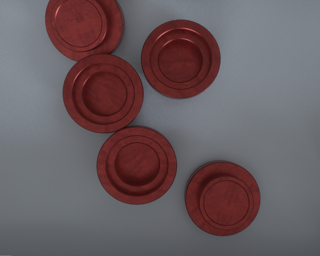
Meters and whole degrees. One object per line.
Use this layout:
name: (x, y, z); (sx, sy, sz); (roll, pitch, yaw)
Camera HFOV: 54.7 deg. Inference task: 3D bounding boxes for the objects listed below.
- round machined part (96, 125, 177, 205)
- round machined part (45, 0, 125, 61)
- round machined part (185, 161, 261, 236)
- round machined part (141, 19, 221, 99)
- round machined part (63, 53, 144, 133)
round machined part: (-0.029, 0.045, 0.400); (0.099, 0.042, 0.097); (0, 95, -2)
round machined part: (-0.096, -0.131, 0.388); (0.099, 0.042, 0.097); (1, 108, 2)
round machined part: (0.082, 0.093, 0.403); (0.099, 0.042, 0.097); (0, 90, 0)
round machined part: (0.026, -0.086, 0.403); (0.099, 0.042, 0.097); (0, 90, 0)
round machined part: (-0.070, -0.044, 0.399); (0.099, 0.042, 0.097); (0, 95, -2)
